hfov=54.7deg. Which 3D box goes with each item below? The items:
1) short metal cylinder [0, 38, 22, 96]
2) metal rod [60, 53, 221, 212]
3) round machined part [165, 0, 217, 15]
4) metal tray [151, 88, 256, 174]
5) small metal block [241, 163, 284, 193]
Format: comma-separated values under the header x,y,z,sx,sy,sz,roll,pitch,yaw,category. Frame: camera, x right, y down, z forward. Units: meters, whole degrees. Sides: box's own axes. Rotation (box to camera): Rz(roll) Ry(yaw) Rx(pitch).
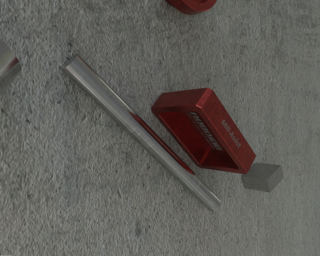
x,y,z,sx,sy,sz,roll,pitch,yaw,category
-0.158,-0.051,0.237,0.080,0.080,0.050,45,63,-31,short metal cylinder
-0.006,0.024,0.401,0.300,0.025,0.025,46,62,-30,metal rod
0.035,-0.204,0.424,0.099,0.042,0.097,0,90,-40,round machined part
0.058,0.007,0.413,0.130,0.090,0.030,50,61,-29,metal tray
0.180,0.086,0.543,0.050,0.050,0.025,-30,109,-36,small metal block
